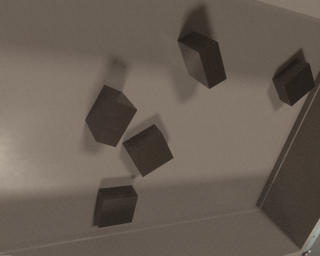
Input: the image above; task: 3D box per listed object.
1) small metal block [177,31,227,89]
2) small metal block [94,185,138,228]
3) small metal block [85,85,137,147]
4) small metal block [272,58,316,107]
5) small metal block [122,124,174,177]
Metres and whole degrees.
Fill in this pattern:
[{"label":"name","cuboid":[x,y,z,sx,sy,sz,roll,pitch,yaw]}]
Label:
[{"label":"small metal block","cuboid":[0.050,-0.082,0.371,0.025,0.050,0.050,-31,129,-8]},{"label":"small metal block","cuboid":[-0.064,0.112,0.445,0.050,0.025,0.050,-1,119,-29]},{"label":"small metal block","cuboid":[-0.057,-0.014,0.353,0.025,0.050,0.050,21,107,-36]},{"label":"small metal block","cuboid":[0.209,-0.071,0.482,0.050,0.025,0.050,-41,130,-1]},{"label":"small metal block","cuboid":[-0.016,0.031,0.421,0.050,0.025,0.050,-31,129,-9]}]
